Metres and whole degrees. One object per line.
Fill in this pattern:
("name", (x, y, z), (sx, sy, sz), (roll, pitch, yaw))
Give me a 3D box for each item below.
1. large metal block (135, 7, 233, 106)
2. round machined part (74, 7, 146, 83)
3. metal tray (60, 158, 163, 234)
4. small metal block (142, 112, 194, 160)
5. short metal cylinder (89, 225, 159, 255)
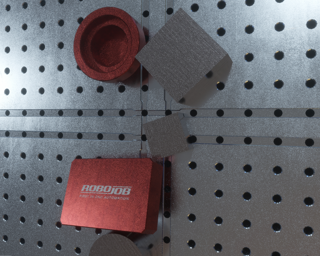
("large metal block", (0.031, -0.086, 0.388), (0.080, 0.050, 0.080), (-44, 77, 14))
("round machined part", (-0.065, -0.110, 0.425), (0.098, 0.042, 0.097), (0, 90, 19))
("metal tray", (-0.064, 0.087, 0.408), (0.130, 0.030, 0.090), (-3, 69, 26))
("small metal block", (0.011, 0.011, 0.408), (0.050, 0.025, 0.050), (-19, 84, 18))
("short metal cylinder", (-0.047, 0.173, 0.415), (0.080, 0.050, 0.079), (0, 90, 19))
